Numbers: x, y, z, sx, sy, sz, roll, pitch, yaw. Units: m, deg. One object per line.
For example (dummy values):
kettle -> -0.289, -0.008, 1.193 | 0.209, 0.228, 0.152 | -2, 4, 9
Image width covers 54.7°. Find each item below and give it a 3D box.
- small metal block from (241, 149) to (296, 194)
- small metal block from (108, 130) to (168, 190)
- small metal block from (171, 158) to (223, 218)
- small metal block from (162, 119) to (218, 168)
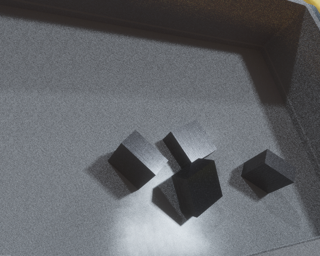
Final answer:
small metal block -> 0.152, 0.062, 0.436 | 0.050, 0.050, 0.025 | 33, 51, -7
small metal block -> -0.026, 0.037, 0.354 | 0.050, 0.050, 0.025 | 43, 51, 1
small metal block -> 0.046, 0.071, 0.374 | 0.050, 0.025, 0.050 | -27, 109, -37
small metal block -> 0.040, 0.022, 0.416 | 0.050, 0.025, 0.050 | -24, 75, -37
